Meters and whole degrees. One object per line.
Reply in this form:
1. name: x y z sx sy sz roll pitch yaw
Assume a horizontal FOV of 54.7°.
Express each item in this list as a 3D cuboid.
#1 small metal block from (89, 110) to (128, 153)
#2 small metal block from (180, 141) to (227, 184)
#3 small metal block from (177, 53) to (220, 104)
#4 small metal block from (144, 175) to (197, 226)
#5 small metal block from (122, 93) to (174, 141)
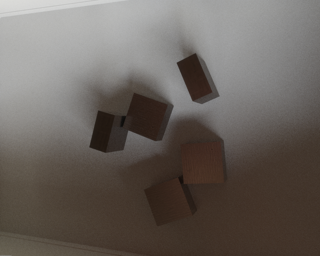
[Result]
1. small metal block: -0.066 0.004 0.420 0.025 0.050 0.050 16 96 19
2. small metal block: 0.056 0.043 0.391 0.050 0.025 0.050 -5 88 20
3. small metal block: 0.048 -0.059 0.380 0.025 0.050 0.050 -24 82 18
4. small metal block: 0.014 0.094 0.406 0.050 0.025 0.050 -23 83 18
5. small metal block: -0.016 -0.015 0.416 0.050 0.025 0.050 21 97 18
